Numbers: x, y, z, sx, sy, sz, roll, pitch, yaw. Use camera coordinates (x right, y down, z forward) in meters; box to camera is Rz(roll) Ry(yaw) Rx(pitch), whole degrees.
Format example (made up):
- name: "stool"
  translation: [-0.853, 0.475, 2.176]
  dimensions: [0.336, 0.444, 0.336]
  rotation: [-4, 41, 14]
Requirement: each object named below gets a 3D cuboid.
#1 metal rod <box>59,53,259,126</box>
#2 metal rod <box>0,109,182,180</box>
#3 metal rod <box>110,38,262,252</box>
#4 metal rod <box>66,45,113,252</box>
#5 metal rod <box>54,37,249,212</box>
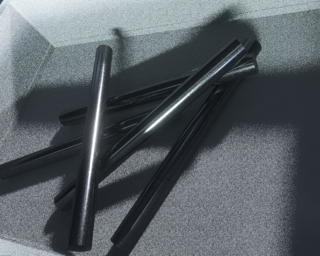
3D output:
- name: "metal rod"
  translation: [-0.021, -0.044, 0.423]
  dimensions: [0.300, 0.025, 0.025]
  rotation: [-13, 56, 27]
- name: "metal rod"
  translation: [-0.113, 0.023, 0.448]
  dimensions: [0.301, 0.025, 0.025]
  rotation: [-19, 55, 16]
- name: "metal rod"
  translation: [0.039, 0.011, 0.377]
  dimensions: [0.025, 0.025, 0.300]
  rotation: [26, 75, 36]
- name: "metal rod"
  translation: [-0.084, 0.000, 0.398]
  dimensions: [0.025, 0.025, 0.300]
  rotation: [-16, 52, 19]
- name: "metal rod"
  translation: [-0.021, 0.005, 0.375]
  dimensions: [0.300, 0.025, 0.025]
  rotation: [-41, 50, 14]
